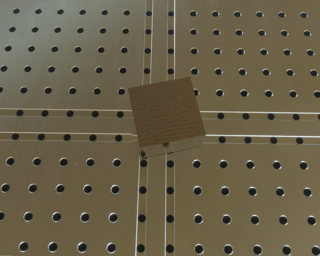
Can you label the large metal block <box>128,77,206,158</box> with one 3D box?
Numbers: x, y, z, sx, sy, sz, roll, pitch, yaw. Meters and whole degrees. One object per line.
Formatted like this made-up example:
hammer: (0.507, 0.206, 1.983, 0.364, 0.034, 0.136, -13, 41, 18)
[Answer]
large metal block: (0.007, -0.013, 0.402, 0.080, 0.050, 0.080, -11, 71, -4)
